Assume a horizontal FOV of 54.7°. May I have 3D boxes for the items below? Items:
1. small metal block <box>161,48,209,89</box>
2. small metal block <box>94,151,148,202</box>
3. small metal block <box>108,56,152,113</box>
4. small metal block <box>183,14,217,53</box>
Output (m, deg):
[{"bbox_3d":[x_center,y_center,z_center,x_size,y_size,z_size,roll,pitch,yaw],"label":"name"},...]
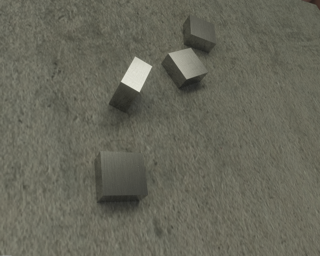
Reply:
[{"bbox_3d":[0.039,-0.094,0.484,0.050,0.025,0.050,-24,75,-37],"label":"small metal block"},{"bbox_3d":[-0.044,0.055,0.348,0.050,0.025,0.050,5,59,-26],"label":"small metal block"},{"bbox_3d":[-0.039,-0.056,0.402,0.025,0.050,0.050,29,52,-10],"label":"small metal block"},{"bbox_3d":[0.069,-0.165,0.544,0.050,0.025,0.050,14,56,-21],"label":"small metal block"}]
